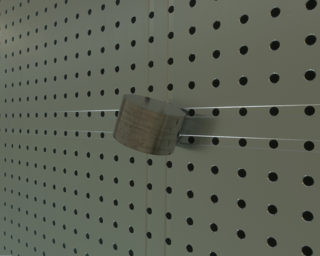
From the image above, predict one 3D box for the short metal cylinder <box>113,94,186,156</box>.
[{"bbox_3d":[-0.013,-0.006,0.386,0.080,0.081,0.050,28,108,36],"label":"short metal cylinder"}]
